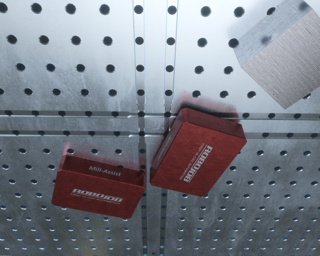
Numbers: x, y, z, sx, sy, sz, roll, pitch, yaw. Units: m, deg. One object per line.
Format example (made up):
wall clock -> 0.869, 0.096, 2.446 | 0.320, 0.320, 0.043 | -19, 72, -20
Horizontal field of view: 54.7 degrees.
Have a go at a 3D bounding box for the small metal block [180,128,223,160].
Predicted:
small metal block -> 0.055, 0.018, 0.428 | 0.050, 0.025, 0.050 | 17, 128, -14

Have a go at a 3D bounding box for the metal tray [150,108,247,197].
metal tray -> 0.048, 0.039, 0.433 | 0.091, 0.030, 0.129 | 16, 129, -14

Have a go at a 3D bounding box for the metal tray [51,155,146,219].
metal tray -> -0.097, 0.096, 0.489 | 0.131, 0.030, 0.089 | 15, 129, -13

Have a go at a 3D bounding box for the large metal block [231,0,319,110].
large metal block -> 0.138, -0.079, 0.330 | 0.080, 0.050, 0.080 | 35, 122, -26
